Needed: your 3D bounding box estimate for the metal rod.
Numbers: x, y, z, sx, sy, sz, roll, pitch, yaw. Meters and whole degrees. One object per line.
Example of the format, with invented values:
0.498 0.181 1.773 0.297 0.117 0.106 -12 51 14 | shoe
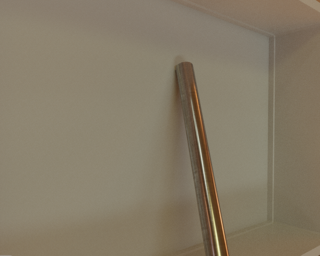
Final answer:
0.051 0.047 0.374 0.025 0.025 0.299 17 55 -39 | metal rod
